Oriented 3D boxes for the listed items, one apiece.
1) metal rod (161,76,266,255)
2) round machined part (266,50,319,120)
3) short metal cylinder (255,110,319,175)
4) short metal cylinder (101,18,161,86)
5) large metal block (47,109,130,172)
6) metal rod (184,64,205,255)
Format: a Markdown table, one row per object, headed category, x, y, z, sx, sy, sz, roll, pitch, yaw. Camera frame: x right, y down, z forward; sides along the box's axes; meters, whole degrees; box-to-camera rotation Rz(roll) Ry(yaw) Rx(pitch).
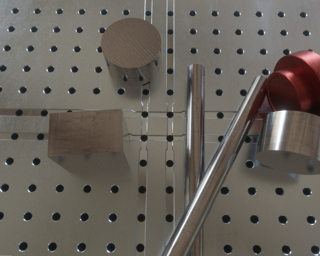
| category | x | y | z | sx | sy | sz | roll | pitch | yaw |
| --- | --- | --- | --- | --- | --- | --- | --- | --- | --- |
| metal rod | 0.071 | 0.050 | 0.373 | 0.025 | 0.025 | 0.300 | 28 | 65 | 10 |
| round machined part | 0.171 | -0.044 | 0.389 | 0.042 | 0.098 | 0.098 | -20 | 71 | -10 |
| short metal cylinder | 0.162 | 0.020 | 0.376 | 0.080 | 0.080 | 0.050 | 16 | 71 | 6 |
| short metal cylinder | -0.038 | -0.106 | 0.437 | 0.081 | 0.050 | 0.080 | 0 | 70 | 0 |
| large metal block | -0.081 | 0.018 | 0.375 | 0.081 | 0.080 | 0.050 | -4 | 70 | -2 |
| metal rod | 0.044 | 0.055 | 0.391 | 0.025 | 0.025 | 0.299 | 3 | 70 | 1 |
